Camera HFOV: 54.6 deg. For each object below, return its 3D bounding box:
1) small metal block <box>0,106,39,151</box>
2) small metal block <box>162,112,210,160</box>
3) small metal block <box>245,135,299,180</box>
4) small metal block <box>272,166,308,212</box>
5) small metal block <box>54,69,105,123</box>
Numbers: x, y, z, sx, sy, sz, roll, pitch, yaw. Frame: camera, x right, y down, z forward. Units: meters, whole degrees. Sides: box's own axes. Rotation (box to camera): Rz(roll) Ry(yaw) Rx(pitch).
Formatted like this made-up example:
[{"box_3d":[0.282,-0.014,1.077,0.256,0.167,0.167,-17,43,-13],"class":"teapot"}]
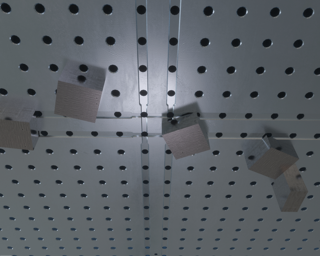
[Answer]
[{"box_3d":[-0.192,0.001,0.411,0.050,0.025,0.050,7,130,-6],"class":"small metal block"},{"box_3d":[0.035,0.011,0.421,0.050,0.025,0.050,-18,128,15],"class":"small metal block"},{"box_3d":[0.161,0.043,0.450,0.050,0.025,0.050,21,127,-18],"class":"small metal block"},{"box_3d":[0.198,0.093,0.476,0.025,0.050,0.050,1,130,-1],"class":"small metal block"},{"box_3d":[-0.098,-0.038,0.378,0.050,0.025,0.050,13,129,-11],"class":"small metal block"}]
